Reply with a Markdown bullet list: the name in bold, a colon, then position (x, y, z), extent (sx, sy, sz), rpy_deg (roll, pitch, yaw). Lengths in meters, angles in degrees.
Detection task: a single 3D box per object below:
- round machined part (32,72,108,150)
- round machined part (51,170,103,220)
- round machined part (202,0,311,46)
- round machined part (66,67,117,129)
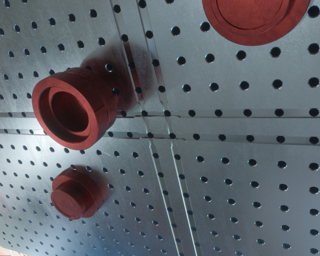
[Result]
- **round machined part**: position (-0.106, -0.024, 0.388), extent (0.098, 0.042, 0.097), rpy_deg (13, 124, 21)
- **round machined part**: position (-0.157, 0.127, 0.563), extent (0.098, 0.042, 0.097), rpy_deg (13, 124, 21)
- **round machined part**: position (0.084, -0.122, 0.280), extent (0.098, 0.042, 0.097), rpy_deg (13, 124, 21)
- **round machined part**: position (-0.101, -0.038, 0.431), extent (0.098, 0.042, 0.097), rpy_deg (13, 124, 21)
